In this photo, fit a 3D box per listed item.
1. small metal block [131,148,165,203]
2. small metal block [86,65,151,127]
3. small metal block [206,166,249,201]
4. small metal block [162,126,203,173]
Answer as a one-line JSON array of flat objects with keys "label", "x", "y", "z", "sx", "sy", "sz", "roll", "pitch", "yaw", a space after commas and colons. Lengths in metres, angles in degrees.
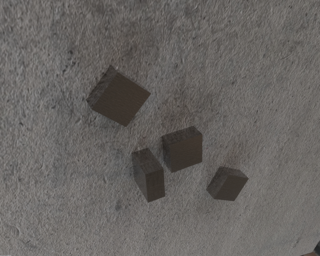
[{"label": "small metal block", "x": -0.016, "y": 0.063, "z": 0.421, "sx": 0.025, "sy": 0.050, "sz": 0.050, "roll": -16, "pitch": 125, "yaw": -19}, {"label": "small metal block", "x": -0.048, "y": -0.036, "z": 0.358, "sx": 0.050, "sy": 0.025, "sz": 0.050, "roll": 30, "pitch": 102, "yaw": -38}, {"label": "small metal block", "x": 0.115, "y": 0.096, "z": 0.529, "sx": 0.050, "sy": 0.025, "sz": 0.050, "roll": 15, "pitch": 111, "yaw": -34}, {"label": "small metal block", "x": 0.032, "y": 0.030, "z": 0.443, "sx": 0.050, "sy": 0.025, "sz": 0.050, "roll": -17, "pitch": 125, "yaw": -19}]
